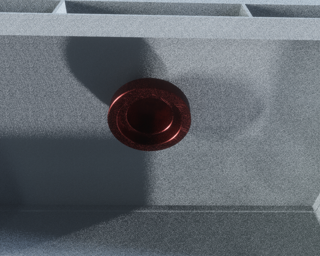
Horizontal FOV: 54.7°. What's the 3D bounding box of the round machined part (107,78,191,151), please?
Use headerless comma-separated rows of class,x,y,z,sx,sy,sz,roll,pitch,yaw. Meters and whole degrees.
round machined part,-0.013,-0.020,0.381,0.099,0.042,0.097,-1,130,0
